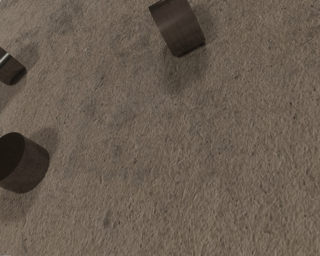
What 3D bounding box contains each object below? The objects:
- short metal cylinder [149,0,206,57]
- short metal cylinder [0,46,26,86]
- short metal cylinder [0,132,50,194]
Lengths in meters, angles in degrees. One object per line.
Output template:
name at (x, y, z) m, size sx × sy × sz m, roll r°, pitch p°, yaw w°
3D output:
short metal cylinder at (0.025, -0.150, 0.446) m, size 0.050 × 0.080 × 0.080 m, roll -27°, pitch 53°, yaw 11°
short metal cylinder at (-0.317, -0.129, 0.610) m, size 0.080 × 0.080 × 0.050 m, roll 33°, pitch 81°, yaw 38°
short metal cylinder at (-0.216, 0.053, 0.466) m, size 0.080 × 0.050 × 0.080 m, roll -13°, pitch 56°, yaw 20°
